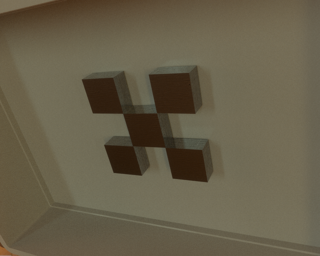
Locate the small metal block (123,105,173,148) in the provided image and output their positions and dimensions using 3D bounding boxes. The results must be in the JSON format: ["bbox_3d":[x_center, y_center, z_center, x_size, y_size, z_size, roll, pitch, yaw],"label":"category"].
[{"bbox_3d":[-0.015,-0.002,0.412,0.050,0.025,0.050,1,119,28],"label":"small metal block"}]

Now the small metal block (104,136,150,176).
[{"bbox_3d":[-0.048,0.041,0.457,0.050,0.025,0.050,1,119,28],"label":"small metal block"}]

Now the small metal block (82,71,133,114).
[{"bbox_3d":[-0.070,-0.047,0.414,0.050,0.025,0.050,2,119,27],"label":"small metal block"}]

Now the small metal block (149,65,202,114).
[{"bbox_3d":[0.019,-0.045,0.368,0.050,0.025,0.050,2,120,27],"label":"small metal block"}]

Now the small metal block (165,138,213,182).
[{"bbox_3d":[0.040,0.042,0.411,0.050,0.025,0.050,1,119,27],"label":"small metal block"}]
